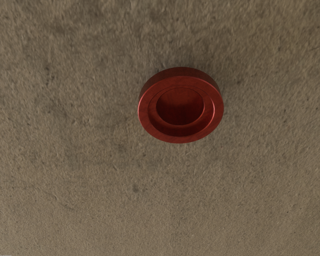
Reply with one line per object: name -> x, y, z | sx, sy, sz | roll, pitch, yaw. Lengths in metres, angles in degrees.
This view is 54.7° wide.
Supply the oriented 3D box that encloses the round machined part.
round machined part -> 0.024, -0.031, 0.370 | 0.099, 0.042, 0.097 | -1, 130, 0
